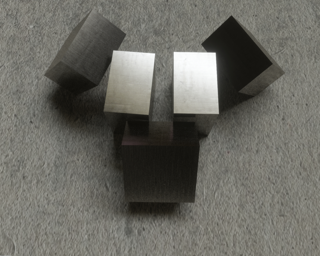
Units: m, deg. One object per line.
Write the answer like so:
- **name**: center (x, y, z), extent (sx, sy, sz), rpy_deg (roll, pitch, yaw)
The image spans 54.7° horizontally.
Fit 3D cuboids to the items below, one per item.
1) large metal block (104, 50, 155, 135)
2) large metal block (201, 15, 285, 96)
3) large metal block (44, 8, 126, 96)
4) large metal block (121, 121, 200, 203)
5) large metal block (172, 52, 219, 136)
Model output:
- **large metal block**: center (-0.034, -0.040, 0.395), extent (0.050, 0.080, 0.080), rpy_deg (5, 70, 1)
- **large metal block**: center (0.111, -0.091, 0.408), extent (0.050, 0.080, 0.080), rpy_deg (-41, 71, 25)
- **large metal block**: center (-0.099, -0.095, 0.404), extent (0.050, 0.080, 0.080), rpy_deg (34, 69, -27)
- **large metal block**: center (0.001, 0.039, 0.359), extent (0.081, 0.079, 0.050), rpy_deg (1, 31, 0)
- **large metal block**: center (0.041, -0.040, 0.395), extent (0.050, 0.080, 0.080), rpy_deg (1, 70, 0)
